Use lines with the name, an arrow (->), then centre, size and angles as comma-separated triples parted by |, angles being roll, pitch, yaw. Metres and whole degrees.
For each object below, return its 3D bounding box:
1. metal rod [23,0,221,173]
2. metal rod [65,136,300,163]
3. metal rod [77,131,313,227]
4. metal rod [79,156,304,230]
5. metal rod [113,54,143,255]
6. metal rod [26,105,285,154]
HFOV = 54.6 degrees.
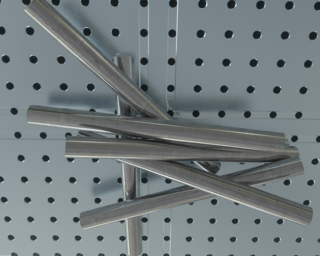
metal rod -> -0.028, -0.035, 0.376 | 0.025, 0.025, 0.300 | -42, 114, 14
metal rod -> 0.040, 0.029, 0.388 | 0.302, 0.025, 0.025 | 3, 111, -16
metal rod -> 0.038, 0.060, 0.389 | 0.301, 0.025, 0.025 | 19, 109, 5
metal rod -> 0.037, 0.089, 0.417 | 0.301, 0.025, 0.025 | -16, 109, 6
metal rod -> -0.042, 0.051, 0.431 | 0.025, 0.025, 0.298 | -1, 110, 0
metal rod -> -0.010, 0.001, 0.368 | 0.301, 0.025, 0.025 | 7, 110, 6
